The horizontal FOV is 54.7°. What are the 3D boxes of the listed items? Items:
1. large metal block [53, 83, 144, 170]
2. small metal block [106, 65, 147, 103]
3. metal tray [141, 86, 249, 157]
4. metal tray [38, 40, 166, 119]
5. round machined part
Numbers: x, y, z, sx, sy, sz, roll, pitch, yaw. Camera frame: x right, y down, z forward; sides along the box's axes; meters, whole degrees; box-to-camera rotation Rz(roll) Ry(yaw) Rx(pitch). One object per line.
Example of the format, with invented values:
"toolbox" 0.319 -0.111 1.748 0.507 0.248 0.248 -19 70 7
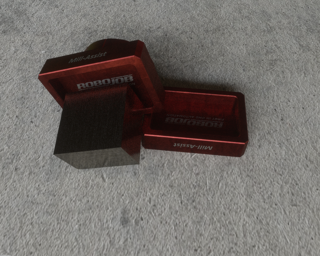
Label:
"large metal block" -0.068 0.000 0.363 0.080 0.050 0.080 -7 61 17
"small metal block" -0.049 -0.066 0.460 0.050 0.025 0.050 5 50 4
"metal tray" 0.046 -0.011 0.411 0.131 0.030 0.090 5 50 3
"metal tray" -0.068 -0.052 0.383 0.130 0.090 0.030 -7 49 18
"round machined part" -0.054 -0.077 0.407 0.099 0.097 0.042 5 50 3
